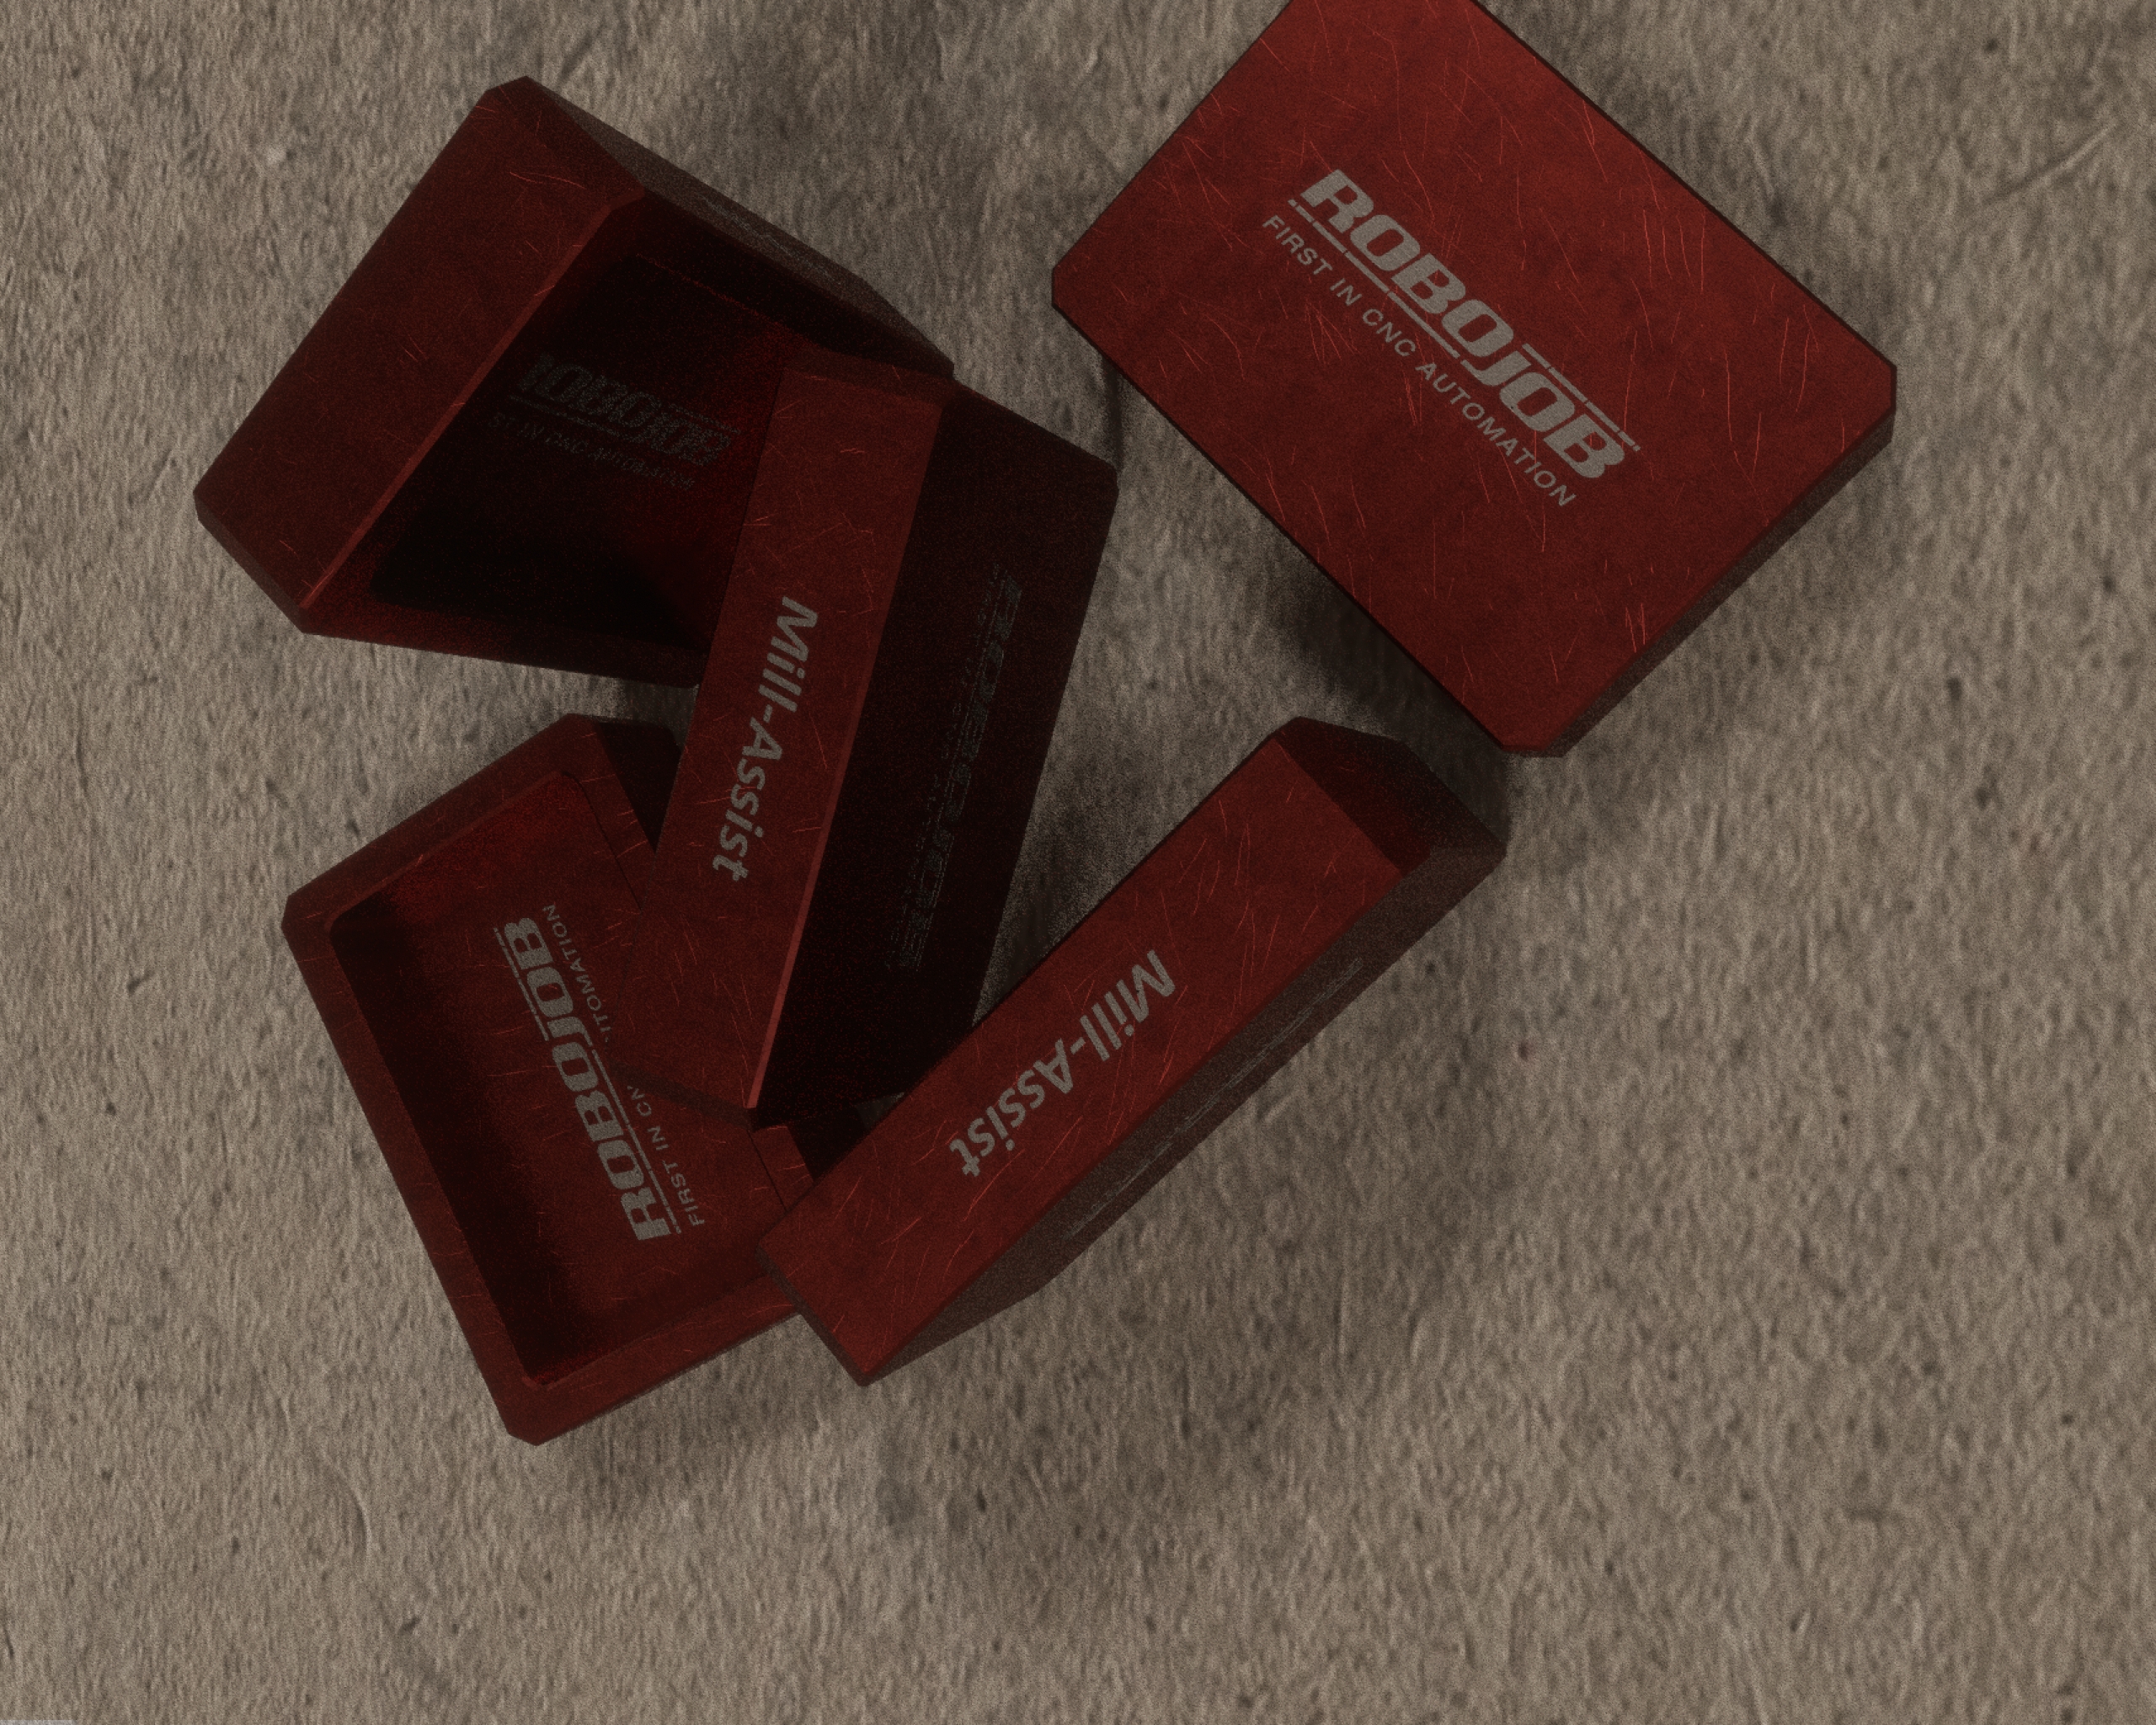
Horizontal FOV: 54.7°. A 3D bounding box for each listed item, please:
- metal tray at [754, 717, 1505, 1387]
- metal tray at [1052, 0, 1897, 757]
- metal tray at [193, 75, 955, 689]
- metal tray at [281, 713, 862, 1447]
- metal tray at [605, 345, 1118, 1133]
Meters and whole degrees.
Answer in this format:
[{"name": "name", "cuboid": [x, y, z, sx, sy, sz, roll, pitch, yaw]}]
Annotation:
[{"name": "metal tray", "cuboid": [0.013, 0.032, 0.370, 0.130, 0.090, 0.030, -45, 76, 14]}, {"name": "metal tray", "cuboid": [0.070, -0.094, 0.382, 0.090, 0.030, 0.130, -46, 76, 14]}, {"name": "metal tray", "cuboid": [-0.084, -0.079, 0.383, 0.030, 0.130, 0.090, 45, 104, 14]}, {"name": "metal tray", "cuboid": [-0.103, 0.045, 0.442, 0.090, 0.030, 0.130, -30, 81, 17]}, {"name": "metal tray", "cuboid": [-0.036, -0.021, 0.387, 0.030, 0.090, 0.129, 17, 96, 19]}]
